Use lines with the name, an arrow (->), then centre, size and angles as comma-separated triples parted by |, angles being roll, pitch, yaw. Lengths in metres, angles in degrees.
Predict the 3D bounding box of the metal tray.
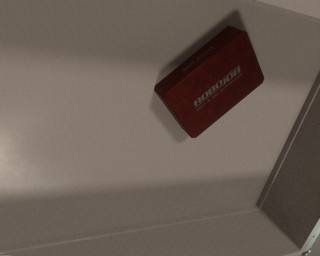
metal tray -> 0.068, -0.058, 0.409 | 0.130, 0.030, 0.090 | -40, 130, -2
